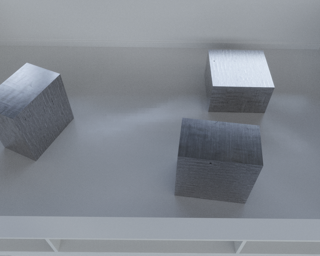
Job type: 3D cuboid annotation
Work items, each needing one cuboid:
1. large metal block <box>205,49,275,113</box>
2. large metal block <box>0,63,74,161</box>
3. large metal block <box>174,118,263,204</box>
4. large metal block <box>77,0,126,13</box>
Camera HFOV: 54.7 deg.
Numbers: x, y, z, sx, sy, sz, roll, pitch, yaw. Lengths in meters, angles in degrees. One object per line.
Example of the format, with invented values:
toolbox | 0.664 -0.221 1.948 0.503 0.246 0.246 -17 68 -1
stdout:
large metal block | 0.110 -0.068 0.448 0.081 0.050 0.080 1 50 0
large metal block | -0.159 -0.020 0.384 0.050 0.080 0.080 20 53 16
large metal block | 0.060 0.038 0.339 0.080 0.080 0.050 6 50 4
large metal block | -0.127 -0.286 0.630 0.081 0.050 0.080 -29 56 -23
